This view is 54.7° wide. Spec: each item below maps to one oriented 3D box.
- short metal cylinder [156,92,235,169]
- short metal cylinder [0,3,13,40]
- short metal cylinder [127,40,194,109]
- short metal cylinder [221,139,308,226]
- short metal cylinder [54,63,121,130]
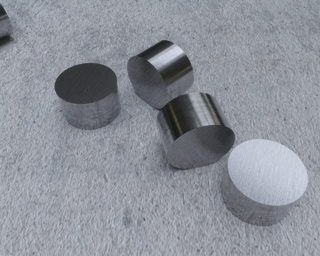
[{"bbox_3d":[0.040,0.005,0.364,0.081,0.080,0.050,-11,51,-9],"label":"short metal cylinder"},{"bbox_3d":[-0.296,-0.184,0.520,0.080,0.080,0.050,35,58,25],"label":"short metal cylinder"},{"bbox_3d":[0.000,-0.074,0.429,0.080,0.080,0.050,37,59,27],"label":"short metal cylinder"},{"bbox_3d":[0.110,0.059,0.338,0.080,0.050,0.080,0,50,0],"label":"short metal cylinder"},{"bbox_3d":[-0.096,-0.044,0.423,0.080,0.050,0.080,0,50,0],"label":"short metal cylinder"}]
